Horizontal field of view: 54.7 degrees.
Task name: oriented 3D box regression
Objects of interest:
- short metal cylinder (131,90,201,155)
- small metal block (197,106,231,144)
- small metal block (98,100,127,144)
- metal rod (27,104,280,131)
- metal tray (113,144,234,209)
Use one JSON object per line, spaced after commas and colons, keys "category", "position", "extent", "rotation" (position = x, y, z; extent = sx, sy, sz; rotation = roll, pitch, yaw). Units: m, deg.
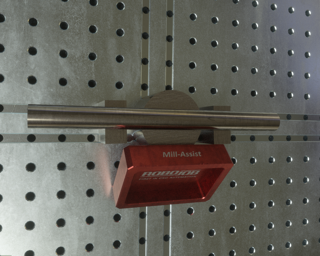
{"category": "short metal cylinder", "position": [0.007, -0.007, 0.401], "extent": [0.081, 0.050, 0.080], "rotation": [0, 90, -20]}
{"category": "small metal block", "position": [0.072, -0.004, 0.426], "extent": [0.025, 0.050, 0.050], "rotation": [-1, 91, -20]}
{"category": "small metal block", "position": [-0.059, -0.007, 0.378], "extent": [0.025, 0.050, 0.050], "rotation": [-1, 91, -20]}
{"category": "metal rod", "position": [0.010, -0.010, 0.363], "extent": [0.302, 0.025, 0.025], "rotation": [1, 90, -20]}
{"category": "metal tray", "position": [0.014, 0.060, 0.386], "extent": [0.131, 0.089, 0.030], "rotation": [0, 47, -20]}
